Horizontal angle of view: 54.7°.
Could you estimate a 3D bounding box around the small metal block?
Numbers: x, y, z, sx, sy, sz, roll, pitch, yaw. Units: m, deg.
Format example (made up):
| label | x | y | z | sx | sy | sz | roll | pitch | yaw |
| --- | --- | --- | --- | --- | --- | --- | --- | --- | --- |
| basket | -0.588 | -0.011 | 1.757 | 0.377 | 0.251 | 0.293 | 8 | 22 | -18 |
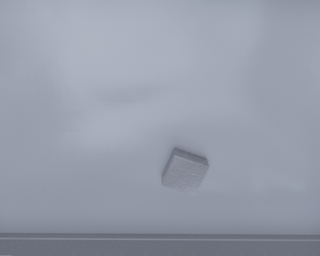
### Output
| label | x | y | z | sx | sy | sz | roll | pitch | yaw |
| --- | --- | --- | --- | --- | --- | --- | --- | --- | --- |
| small metal block | 0.034 | 0.062 | 0.435 | 0.050 | 0.025 | 0.050 | 19 | 109 | -8 |
